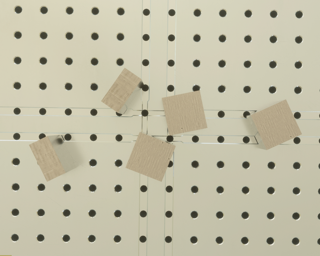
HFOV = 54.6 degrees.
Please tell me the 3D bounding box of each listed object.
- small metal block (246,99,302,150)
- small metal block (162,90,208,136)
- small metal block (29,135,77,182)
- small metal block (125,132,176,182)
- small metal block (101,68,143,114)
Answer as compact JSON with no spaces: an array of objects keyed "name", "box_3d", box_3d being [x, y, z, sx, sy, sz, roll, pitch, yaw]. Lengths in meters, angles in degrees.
[{"name":"small metal block","box_3d":[0.151,-0.004,0.414,0.050,0.025,0.050,-25,90,0]},{"name":"small metal block","box_3d":[0.032,-0.020,0.414,0.050,0.025,0.050,-11,90,0]},{"name":"small metal block","box_3d":[-0.136,0.037,0.400,0.025,0.050,0.050,-26,90,0]},{"name":"small metal block","box_3d":[-0.012,0.037,0.413,0.050,0.025,0.050,22,90,0]},{"name":"small metal block","box_3d":[-0.047,-0.046,0.401,0.025,0.050,0.050,35,90,0]}]
